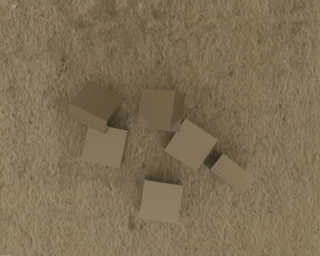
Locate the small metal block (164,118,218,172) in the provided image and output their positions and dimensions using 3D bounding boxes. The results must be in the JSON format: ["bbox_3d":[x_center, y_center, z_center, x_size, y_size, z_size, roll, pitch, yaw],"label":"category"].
[{"bbox_3d":[0.040,0.022,0.411,0.050,0.025,0.050,34,90,-1],"label":"small metal block"}]

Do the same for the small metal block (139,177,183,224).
[{"bbox_3d":[0.001,0.095,0.410,0.050,0.025,0.050,9,90,-1],"label":"small metal block"}]

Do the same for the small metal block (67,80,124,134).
[{"bbox_3d":[-0.081,-0.027,0.395,0.050,0.025,0.050,25,47,-1],"label":"small metal block"}]

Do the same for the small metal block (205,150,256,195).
[{"bbox_3d":[0.088,0.056,0.399,0.050,0.050,0.025,38,90,-1],"label":"small metal block"}]

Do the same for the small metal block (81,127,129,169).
[{"bbox_3d":[-0.071,0.023,0.409,0.050,0.025,0.050,12,90,-1],"label":"small metal block"}]

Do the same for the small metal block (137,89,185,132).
[{"bbox_3d":[0.001,-0.023,0.398,0.050,0.025,0.050,8,90,33],"label":"small metal block"}]
